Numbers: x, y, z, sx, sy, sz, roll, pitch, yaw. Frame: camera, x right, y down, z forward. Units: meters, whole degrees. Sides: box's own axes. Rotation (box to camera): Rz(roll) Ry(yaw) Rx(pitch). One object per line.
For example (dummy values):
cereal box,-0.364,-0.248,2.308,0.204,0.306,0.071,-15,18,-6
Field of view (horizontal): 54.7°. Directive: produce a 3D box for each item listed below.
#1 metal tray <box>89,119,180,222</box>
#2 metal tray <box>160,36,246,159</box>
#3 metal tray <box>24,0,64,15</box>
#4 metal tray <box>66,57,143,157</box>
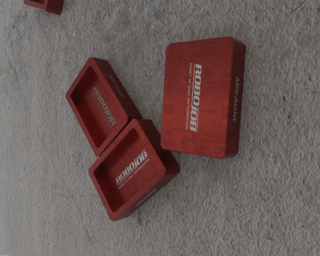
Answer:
metal tray,-0.042,0.060,0.435,0.129,0.030,0.090,-46,63,30
metal tray,0.048,-0.035,0.362,0.090,0.030,0.129,6,94,39
metal tray,-0.206,-0.284,0.571,0.090,0.030,0.129,27,107,36
metal tray,-0.090,-0.033,0.475,0.090,0.030,0.130,-47,62,29
